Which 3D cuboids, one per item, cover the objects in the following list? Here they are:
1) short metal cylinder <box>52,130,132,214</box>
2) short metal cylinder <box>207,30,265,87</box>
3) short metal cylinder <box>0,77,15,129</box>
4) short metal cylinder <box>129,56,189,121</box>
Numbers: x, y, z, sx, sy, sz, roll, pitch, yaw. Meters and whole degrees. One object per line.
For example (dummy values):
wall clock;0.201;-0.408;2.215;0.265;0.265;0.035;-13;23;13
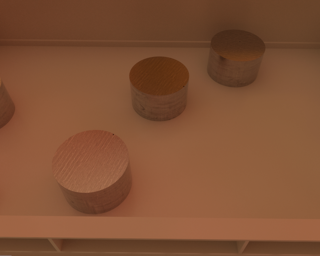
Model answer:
short metal cylinder;-0.073;0.049;0.347;0.080;0.050;0.080;0;50;0
short metal cylinder;0.116;-0.109;0.481;0.080;0.050;0.080;0;50;0
short metal cylinder;-0.246;-0.035;0.417;0.080;0.050;0.080;0;50;0
short metal cylinder;-0.001;-0.056;0.436;0.080;0.050;0.080;0;50;0
